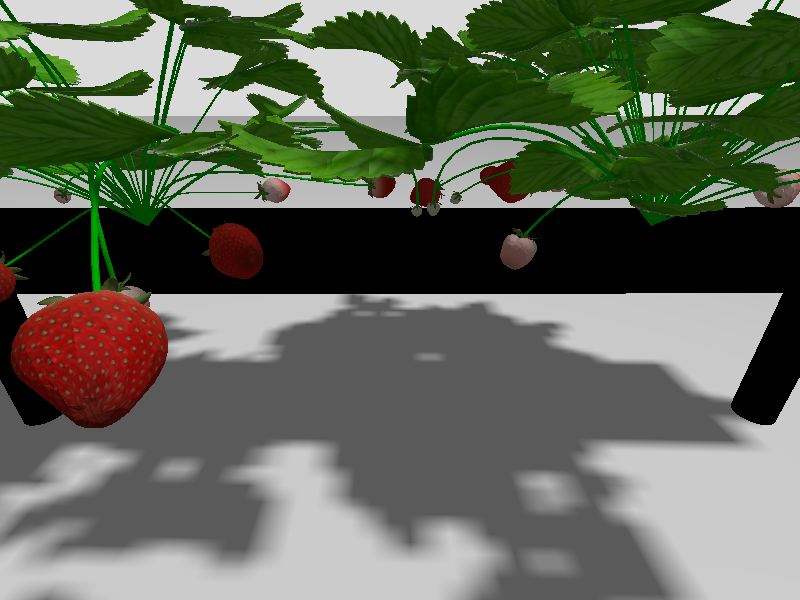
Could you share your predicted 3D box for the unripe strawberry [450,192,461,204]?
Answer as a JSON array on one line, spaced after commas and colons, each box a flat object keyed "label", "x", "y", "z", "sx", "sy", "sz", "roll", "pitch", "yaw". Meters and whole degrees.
[{"label": "unripe strawberry", "x": 0.059, "y": -0.108, "z": 0.428, "sx": 0.011, "sy": 0.012, "sz": 0.010, "roll": -40, "pitch": 1, "yaw": 36}]

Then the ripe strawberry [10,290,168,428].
[{"label": "ripe strawberry", "x": -0.102, "y": 0.021, "z": 0.134, "sx": 0.042, "sy": 0.044, "sz": 0.046, "roll": -13, "pitch": 44, "yaw": -24}]

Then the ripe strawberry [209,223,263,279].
[{"label": "ripe strawberry", "x": -0.097, "y": -0.028, "z": 0.239, "sx": 0.033, "sy": 0.034, "sz": 0.030, "roll": 23, "pitch": 35, "yaw": 38}]

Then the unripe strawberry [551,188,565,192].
[{"label": "unripe strawberry", "x": 0.188, "y": -0.137, "z": 0.479, "sx": 0.020, "sy": 0.017, "sz": 0.020, "roll": -7, "pitch": 0, "yaw": -13}]

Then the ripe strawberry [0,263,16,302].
[{"label": "ripe strawberry", "x": -0.223, "y": -0.009, "z": 0.208, "sx": 0.032, "sy": 0.027, "sz": 0.032, "roll": 0, "pitch": 27, "yaw": -1}]

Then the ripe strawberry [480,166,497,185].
[{"label": "ripe strawberry", "x": 0.117, "y": -0.164, "z": 0.525, "sx": 0.027, "sy": 0.023, "sz": 0.027, "roll": -14, "pitch": 29, "yaw": -26}]

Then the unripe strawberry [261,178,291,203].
[{"label": "unripe strawberry", "x": -0.133, "y": -0.118, "z": 0.429, "sx": 0.031, "sy": 0.026, "sz": 0.031, "roll": -22, "pitch": 34, "yaw": -38}]

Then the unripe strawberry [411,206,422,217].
[{"label": "unripe strawberry", "x": 0.016, "y": -0.081, "z": 0.366, "sx": 0.010, "sy": 0.010, "sz": 0.009, "roll": -1, "pitch": 26, "yaw": -3}]

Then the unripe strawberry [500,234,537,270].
[{"label": "unripe strawberry", "x": 0.076, "y": -0.031, "z": 0.261, "sx": 0.021, "sy": 0.022, "sz": 0.024, "roll": 21, "pitch": 8, "yaw": -42}]

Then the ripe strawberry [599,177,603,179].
[{"label": "ripe strawberry", "x": 0.229, "y": -0.134, "z": 0.455, "sx": 0.037, "sy": 0.033, "sz": 0.033, "roll": 1, "pitch": 26, "yaw": 2}]

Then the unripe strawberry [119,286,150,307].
[{"label": "unripe strawberry", "x": -0.132, "y": 0.004, "z": 0.192, "sx": 0.022, "sy": 0.022, "sz": 0.019, "roll": -13, "pitch": 29, "yaw": -24}]

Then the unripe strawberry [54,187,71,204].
[{"label": "unripe strawberry", "x": -0.361, "y": -0.111, "z": 0.428, "sx": 0.016, "sy": 0.016, "sz": 0.015, "roll": -7, "pitch": 18, "yaw": 36}]

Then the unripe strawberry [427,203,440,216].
[{"label": "unripe strawberry", "x": 0.028, "y": -0.076, "z": 0.336, "sx": 0.011, "sy": 0.011, "sz": 0.011, "roll": -2, "pitch": 26, "yaw": -4}]

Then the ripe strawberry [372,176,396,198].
[{"label": "ripe strawberry", "x": -0.019, "y": -0.130, "z": 0.449, "sx": 0.030, "sy": 0.031, "sz": 0.027, "roll": -13, "pitch": 29, "yaw": -25}]

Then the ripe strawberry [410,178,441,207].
[{"label": "ripe strawberry", "x": 0.025, "y": -0.110, "z": 0.414, "sx": 0.032, "sy": 0.031, "sz": 0.029, "roll": -13, "pitch": 19, "yaw": 26}]

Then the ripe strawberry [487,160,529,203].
[{"label": "ripe strawberry", "x": 0.119, "y": -0.131, "z": 0.438, "sx": 0.048, "sy": 0.047, "sz": 0.045, "roll": 22, "pitch": 34, "yaw": 39}]

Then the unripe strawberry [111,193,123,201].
[{"label": "unripe strawberry", "x": -0.298, "y": -0.109, "z": 0.425, "sx": 0.012, "sy": 0.013, "sz": 0.013, "roll": -22, "pitch": 34, "yaw": -37}]
